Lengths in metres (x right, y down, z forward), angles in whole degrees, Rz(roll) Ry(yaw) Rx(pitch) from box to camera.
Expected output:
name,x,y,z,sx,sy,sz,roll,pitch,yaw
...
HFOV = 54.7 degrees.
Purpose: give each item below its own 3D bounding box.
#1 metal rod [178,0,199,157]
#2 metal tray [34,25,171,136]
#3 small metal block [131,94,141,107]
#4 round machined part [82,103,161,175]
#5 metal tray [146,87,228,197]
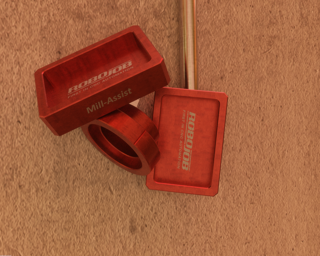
name,x,y,z,sx,sy,sz,roll,pitch,yaw
metal rod,0.039,-0.110,0.424,0.025,0.025,0.298,-2,91,-20
metal tray,-0.065,-0.055,0.334,0.131,0.090,0.030,-26,136,-3
small metal block,-0.051,-0.046,0.391,0.050,0.025,0.050,23,82,-19
round machined part,-0.040,0.008,0.358,0.098,0.098,0.042,45,62,-15
metal tray,0.034,0.016,0.397,0.091,0.030,0.129,6,91,4
